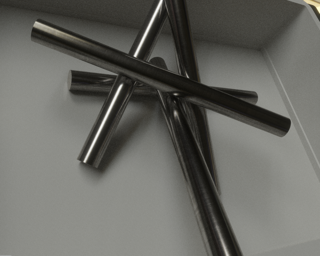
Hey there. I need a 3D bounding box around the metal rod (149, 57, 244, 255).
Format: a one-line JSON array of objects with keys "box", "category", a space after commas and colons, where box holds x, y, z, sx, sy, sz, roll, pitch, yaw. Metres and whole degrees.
[{"box": [0.023, 0.006, 0.326, 0.025, 0.025, 0.300, 12, 36, -22], "category": "metal rod"}]

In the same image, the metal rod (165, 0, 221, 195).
[{"box": [0.037, -0.061, 0.379, 0.025, 0.025, 0.298, -15, 97, -34], "category": "metal rod"}]

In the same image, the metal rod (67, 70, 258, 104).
[{"box": [0.022, -0.055, 0.452, 0.303, 0.025, 0.025, 2, 61, -28], "category": "metal rod"}]

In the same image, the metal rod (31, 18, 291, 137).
[{"box": [0.010, -0.052, 0.349, 0.302, 0.025, 0.025, 20, 54, -9], "category": "metal rod"}]

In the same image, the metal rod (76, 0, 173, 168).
[{"box": [-0.022, -0.094, 0.375, 0.025, 0.025, 0.299, 26, 77, -13], "category": "metal rod"}]
